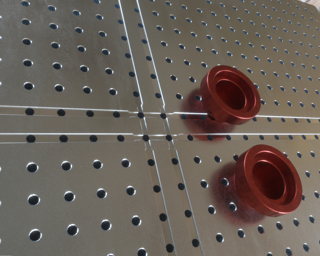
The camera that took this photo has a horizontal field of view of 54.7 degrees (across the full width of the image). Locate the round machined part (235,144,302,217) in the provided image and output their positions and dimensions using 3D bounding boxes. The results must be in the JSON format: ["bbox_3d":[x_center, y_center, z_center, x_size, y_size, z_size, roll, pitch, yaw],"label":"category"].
[{"bbox_3d":[0.145,0.076,0.431,0.099,0.042,0.098,14,56,-21],"label":"round machined part"}]

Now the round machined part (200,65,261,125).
[{"bbox_3d":[0.105,-0.047,0.485,0.099,0.042,0.098,14,56,-21],"label":"round machined part"}]
